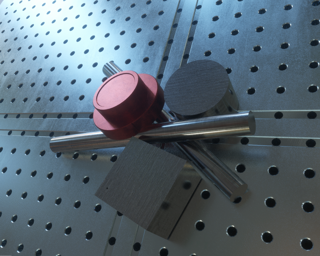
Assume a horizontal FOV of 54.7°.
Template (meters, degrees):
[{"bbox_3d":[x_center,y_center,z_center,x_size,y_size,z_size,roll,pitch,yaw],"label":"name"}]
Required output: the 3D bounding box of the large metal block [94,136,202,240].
[{"bbox_3d":[-0.013,0.066,0.354,0.080,0.050,0.080,22,73,35],"label":"large metal block"}]

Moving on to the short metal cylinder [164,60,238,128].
[{"bbox_3d":[0.052,-0.038,0.386,0.080,0.050,0.080,-13,56,20],"label":"short metal cylinder"}]

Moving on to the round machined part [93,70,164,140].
[{"bbox_3d":[-0.046,-0.036,0.399,0.098,0.042,0.098,-19,44,20],"label":"round machined part"}]

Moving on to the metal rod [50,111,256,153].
[{"bbox_3d":[-0.033,0.010,0.394,0.300,0.025,0.025,-7,58,32],"label":"metal rod"}]

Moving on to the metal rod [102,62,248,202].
[{"bbox_3d":[0.000,-0.015,0.417,0.025,0.025,0.300,-43,51,-2],"label":"metal rod"}]
